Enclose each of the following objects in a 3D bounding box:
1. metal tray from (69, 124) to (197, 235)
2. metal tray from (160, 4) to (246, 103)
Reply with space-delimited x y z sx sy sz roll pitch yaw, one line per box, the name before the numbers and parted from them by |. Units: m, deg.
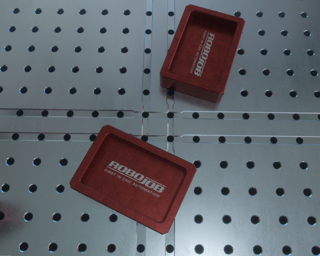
metal tray | -0.032 0.063 0.386 0.130 0.030 0.090 25 72 8
metal tray | 0.062 -0.110 0.449 0.090 0.030 0.130 18 71 6
